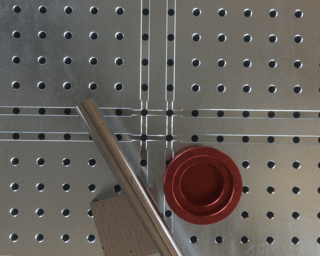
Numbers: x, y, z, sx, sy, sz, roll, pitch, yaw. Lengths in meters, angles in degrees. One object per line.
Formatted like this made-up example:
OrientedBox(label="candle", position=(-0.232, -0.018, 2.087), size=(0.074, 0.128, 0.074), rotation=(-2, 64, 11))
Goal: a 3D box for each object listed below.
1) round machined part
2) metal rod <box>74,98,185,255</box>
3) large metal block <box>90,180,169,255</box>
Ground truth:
OrientedBox(label="round machined part", position=(0.054, 0.072, 0.405), size=(0.099, 0.042, 0.097), rotation=(0, 90, 0))
OrientedBox(label="metal rod", position=(-0.013, 0.101, 0.363), size=(0.025, 0.025, 0.299), rotation=(-30, 90, 0))
OrientedBox(label="large metal block", position=(-0.036, 0.119, 0.401), size=(0.080, 0.050, 0.080), rotation=(-15, 90, 0))
